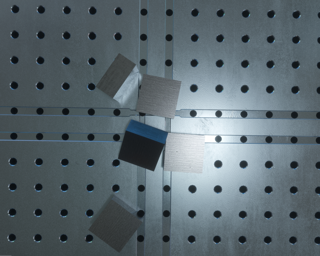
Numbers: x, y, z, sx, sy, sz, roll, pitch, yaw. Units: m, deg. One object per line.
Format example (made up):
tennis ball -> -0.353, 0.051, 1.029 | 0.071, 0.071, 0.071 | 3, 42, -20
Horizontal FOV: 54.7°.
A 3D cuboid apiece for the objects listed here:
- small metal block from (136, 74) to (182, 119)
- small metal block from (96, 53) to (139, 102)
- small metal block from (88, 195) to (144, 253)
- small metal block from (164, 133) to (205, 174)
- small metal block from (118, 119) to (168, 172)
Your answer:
small metal block -> -0.002, -0.041, 0.413 | 0.050, 0.025, 0.050 | 11, 90, -1
small metal block -> -0.053, -0.064, 0.400 | 0.025, 0.050, 0.050 | 35, 90, -1
small metal block -> -0.058, 0.127, 0.413 | 0.050, 0.025, 0.050 | 37, 90, -1
small metal block -> 0.032, 0.033, 0.414 | 0.050, 0.025, 0.050 | 5, 90, -1
small metal block -> -0.022, 0.023, 0.401 | 0.050, 0.025, 0.050 | 20, 126, 0
